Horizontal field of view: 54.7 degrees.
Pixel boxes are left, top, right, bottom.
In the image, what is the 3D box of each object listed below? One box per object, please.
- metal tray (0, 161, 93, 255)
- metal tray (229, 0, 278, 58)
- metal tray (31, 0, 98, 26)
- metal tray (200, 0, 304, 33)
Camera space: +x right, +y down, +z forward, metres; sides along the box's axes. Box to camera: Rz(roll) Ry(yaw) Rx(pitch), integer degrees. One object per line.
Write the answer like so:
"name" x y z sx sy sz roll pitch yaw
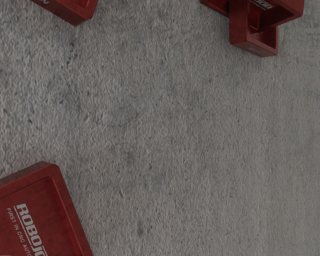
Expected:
"metal tray" -0.123 0.108 0.297 0.091 0.030 0.129 -27 107 -37
"metal tray" 0.161 -0.175 0.520 0.131 0.030 0.089 0 90 -50
"metal tray" -0.117 -0.174 0.302 0.131 0.030 0.090 25 75 -37
"metal tray" 0.137 -0.192 0.463 0.131 0.090 0.030 15 80 -30
